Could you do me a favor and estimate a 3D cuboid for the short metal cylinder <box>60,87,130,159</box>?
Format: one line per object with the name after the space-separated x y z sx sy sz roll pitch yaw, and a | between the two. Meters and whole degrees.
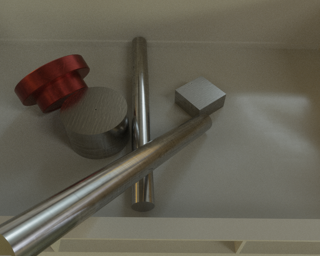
-0.080 -0.007 0.394 0.081 0.050 0.080 0 50 0 | short metal cylinder

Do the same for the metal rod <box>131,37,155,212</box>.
-0.027 -0.030 0.429 0.025 0.025 0.300 -2 50 -2 | metal rod

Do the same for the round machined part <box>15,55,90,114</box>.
-0.136 -0.054 0.414 0.099 0.098 0.042 -33 94 -25 | round machined part

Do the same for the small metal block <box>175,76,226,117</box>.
0.057 -0.042 0.441 0.050 0.025 0.050 -31 57 -24 | small metal block

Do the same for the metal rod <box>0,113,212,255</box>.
-0.012 0.028 0.287 0.025 0.025 0.302 26 25 20 | metal rod
